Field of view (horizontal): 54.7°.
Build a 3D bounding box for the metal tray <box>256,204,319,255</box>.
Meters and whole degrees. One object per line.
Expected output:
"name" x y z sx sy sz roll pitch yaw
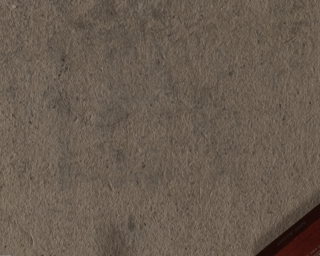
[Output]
"metal tray" 0.203 0.174 0.410 0.130 0.030 0.090 -39 91 -1
